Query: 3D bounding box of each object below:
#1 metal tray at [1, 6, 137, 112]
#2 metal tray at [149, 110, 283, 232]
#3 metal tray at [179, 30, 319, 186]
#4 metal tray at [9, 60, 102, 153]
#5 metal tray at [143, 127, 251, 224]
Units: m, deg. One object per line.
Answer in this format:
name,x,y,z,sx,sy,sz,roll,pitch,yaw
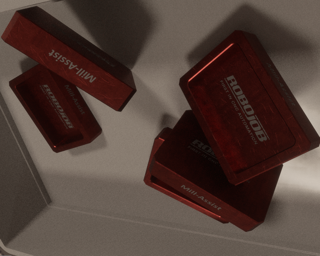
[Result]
metal tray,-0.090,-0.077,0.336,0.130,0.090,0.030,32,105,-21
metal tray,0.065,0.045,0.355,0.130,0.090,0.030,30,143,8
metal tray,0.083,-0.019,0.312,0.090,0.030,0.130,-38,70,38
metal tray,-0.157,-0.030,0.466,0.090,0.030,0.130,-16,110,34
metal tray,0.048,0.064,0.418,0.130,0.030,0.089,25,127,12
